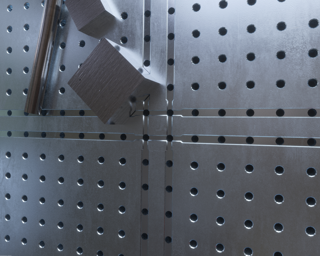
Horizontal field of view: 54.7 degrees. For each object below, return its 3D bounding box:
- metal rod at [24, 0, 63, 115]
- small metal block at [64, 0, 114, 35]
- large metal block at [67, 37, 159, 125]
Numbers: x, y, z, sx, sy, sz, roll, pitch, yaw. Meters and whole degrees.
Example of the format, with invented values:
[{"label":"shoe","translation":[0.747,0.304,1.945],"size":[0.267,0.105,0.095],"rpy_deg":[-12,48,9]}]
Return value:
[{"label":"metal rod","translation":[-0.166,-0.169,0.470],"size":[0.025,0.025,0.298],"rpy_deg":[14,95,19]},{"label":"small metal block","translation":[-0.103,-0.173,0.449],"size":[0.050,0.025,0.050],"rpy_deg":[-30,81,17]},{"label":"large metal block","translation":[-0.063,-0.061,0.421],"size":[0.080,0.050,0.080],"rpy_deg":[46,104,14]}]
